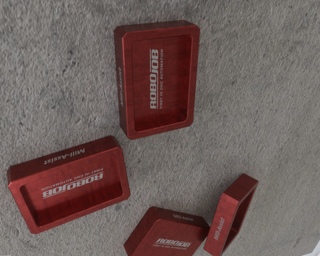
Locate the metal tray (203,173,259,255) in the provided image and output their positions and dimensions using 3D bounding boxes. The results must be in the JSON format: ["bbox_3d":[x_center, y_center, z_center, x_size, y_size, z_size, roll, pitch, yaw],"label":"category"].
[{"bbox_3d":[0.124,0.153,0.541,0.091,0.030,0.129,-24,133,-49],"label":"metal tray"}]

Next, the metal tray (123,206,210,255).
[{"bbox_3d":[0.015,0.187,0.528,0.131,0.030,0.090,23,106,-37],"label":"metal tray"}]

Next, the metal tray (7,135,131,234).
[{"bbox_3d":[-0.108,0.070,0.387,0.131,0.030,0.089,-18,126,-18],"label":"metal tray"}]

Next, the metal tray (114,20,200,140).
[{"bbox_3d":[-0.003,-0.055,0.367,0.091,0.030,0.129,-13,124,-21],"label":"metal tray"}]
